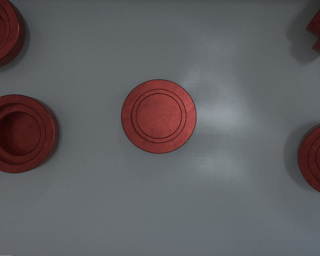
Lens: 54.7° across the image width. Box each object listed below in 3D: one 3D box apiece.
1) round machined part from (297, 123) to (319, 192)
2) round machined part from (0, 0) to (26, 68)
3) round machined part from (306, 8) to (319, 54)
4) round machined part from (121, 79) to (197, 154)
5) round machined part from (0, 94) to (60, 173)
[{"bbox_3d":[0.229,0.036,0.396,0.098,0.042,0.097,3,98,18],"label":"round machined part"},{"bbox_3d":[-0.223,-0.124,0.400,0.099,0.042,0.097,0,90,-1],"label":"round machined part"},{"bbox_3d":[0.219,-0.140,0.379,0.042,0.098,0.098,38,90,11],"label":"round machined part"},{"bbox_3d":[-0.001,-0.015,0.403,0.099,0.042,0.097,0,90,-1],"label":"round machined part"},{"bbox_3d":[-0.179,0.007,0.401,0.099,0.042,0.097,0,90,-1],"label":"round machined part"}]
